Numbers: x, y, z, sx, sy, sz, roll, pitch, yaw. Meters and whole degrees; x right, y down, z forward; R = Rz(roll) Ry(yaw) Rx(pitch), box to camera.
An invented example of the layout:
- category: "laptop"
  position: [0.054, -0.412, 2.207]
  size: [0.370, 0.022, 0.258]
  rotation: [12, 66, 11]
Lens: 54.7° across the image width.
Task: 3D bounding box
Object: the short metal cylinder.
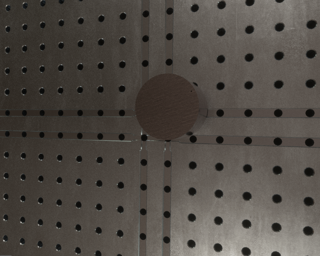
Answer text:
- category: "short metal cylinder"
  position: [0.016, -0.025, 0.393]
  size: [0.080, 0.050, 0.079]
  rotation: [0, 90, 19]
